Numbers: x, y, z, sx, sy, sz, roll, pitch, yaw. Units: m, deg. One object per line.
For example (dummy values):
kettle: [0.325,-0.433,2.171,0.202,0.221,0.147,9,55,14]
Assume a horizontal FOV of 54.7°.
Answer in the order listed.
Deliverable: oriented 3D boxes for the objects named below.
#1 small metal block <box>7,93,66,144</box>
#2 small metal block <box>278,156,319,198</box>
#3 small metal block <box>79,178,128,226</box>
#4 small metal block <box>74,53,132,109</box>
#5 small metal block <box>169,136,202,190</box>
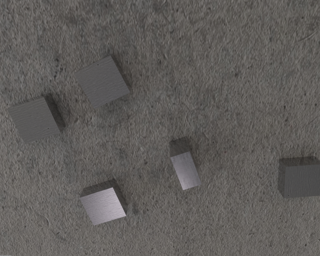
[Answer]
small metal block: [-0.159,-0.013,0.403,0.050,0.025,0.050,-17,109,6]
small metal block: [0.197,0.069,0.437,0.050,0.025,0.050,-4,110,1]
small metal block: [-0.080,0.107,0.448,0.050,0.025,0.050,-19,109,6]
small metal block: [-0.070,-0.059,0.387,0.050,0.025,0.050,-24,109,8]
small metal block: [0.033,0.046,0.413,0.025,0.050,0.050,-19,109,7]
